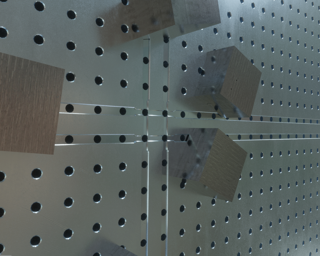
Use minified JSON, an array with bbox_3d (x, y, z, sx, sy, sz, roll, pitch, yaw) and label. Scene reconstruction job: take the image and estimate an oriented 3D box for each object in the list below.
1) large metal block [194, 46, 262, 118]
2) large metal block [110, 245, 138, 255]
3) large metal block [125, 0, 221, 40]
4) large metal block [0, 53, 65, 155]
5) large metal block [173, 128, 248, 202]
[{"bbox_3d":[0.109,-0.069,0.487,0.080,0.050,0.080,30,71,-36],"label":"large metal block"},{"bbox_3d":[-0.041,0.202,0.361,0.080,0.050,0.080,-46,118,-30],"label":"large metal block"},{"bbox_3d":[0.016,-0.146,0.388,0.081,0.080,0.050,-18,102,-39],"label":"large metal block"},{"bbox_3d":[-0.139,-0.021,0.277,0.081,0.050,0.080,10,84,-40],"label":"large metal block"},{"bbox_3d":[0.077,0.054,0.460,0.080,0.050,0.080,36,68,-35],"label":"large metal block"}]
